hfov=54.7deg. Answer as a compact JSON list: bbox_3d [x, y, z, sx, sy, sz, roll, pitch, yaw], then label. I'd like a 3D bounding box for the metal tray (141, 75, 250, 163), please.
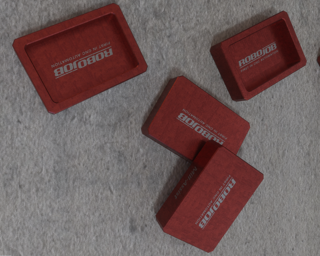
[{"bbox_3d":[0.052,0.000,0.427,0.130,0.030,0.090,32,79,-18],"label":"metal tray"}]

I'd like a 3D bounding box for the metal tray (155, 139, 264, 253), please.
[{"bbox_3d":[0.067,0.092,0.412,0.090,0.030,0.130,34,91,-25],"label":"metal tray"}]

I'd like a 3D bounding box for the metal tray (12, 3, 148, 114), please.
[{"bbox_3d":[-0.092,-0.083,0.372,0.131,0.030,0.090,-29,100,-18],"label":"metal tray"}]

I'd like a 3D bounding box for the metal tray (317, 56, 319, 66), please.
[{"bbox_3d":[0.337,-0.089,0.533,0.090,0.030,0.130,-37,102,-17],"label":"metal tray"}]

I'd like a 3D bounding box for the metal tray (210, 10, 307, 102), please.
[{"bbox_3d":[0.149,-0.107,0.462,0.131,0.030,0.090,-30,100,-18],"label":"metal tray"}]
